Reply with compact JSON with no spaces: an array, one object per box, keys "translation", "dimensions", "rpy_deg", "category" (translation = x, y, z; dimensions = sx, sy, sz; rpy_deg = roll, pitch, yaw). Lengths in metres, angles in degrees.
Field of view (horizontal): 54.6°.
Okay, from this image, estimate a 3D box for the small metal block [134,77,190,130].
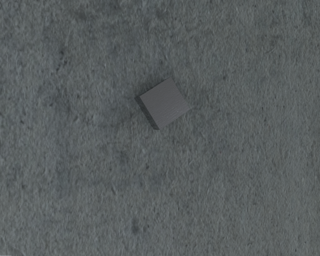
[{"translation":[0.003,-0.032,0.410],"dimensions":[0.050,0.025,0.050],"rpy_deg":[-35,101,-17],"category":"small metal block"}]
